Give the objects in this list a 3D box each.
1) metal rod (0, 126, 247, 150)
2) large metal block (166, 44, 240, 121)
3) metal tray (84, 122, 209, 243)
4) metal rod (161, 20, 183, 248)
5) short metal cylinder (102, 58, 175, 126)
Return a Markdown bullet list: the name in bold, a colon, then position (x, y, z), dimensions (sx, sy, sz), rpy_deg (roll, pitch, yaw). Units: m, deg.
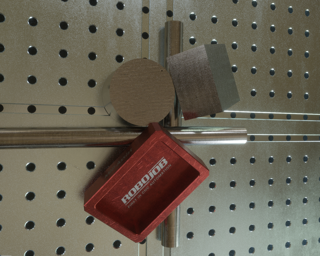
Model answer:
- **metal rod**: position (-0.036, 0.011, 0.382), dimensions (0.302, 0.025, 0.025), rpy_deg (0, 90, -13)
- **large metal block**: position (0.059, -0.061, 0.400), dimensions (0.080, 0.050, 0.080), rpy_deg (-27, 102, -58)
- **metal tray**: position (-0.017, 0.068, 0.376), dimensions (0.090, 0.030, 0.130), rpy_deg (41, 98, -22)
- **metal rod**: position (0.017, 0.008, 0.419), dimensions (0.025, 0.025, 0.298), rpy_deg (1, 90, -20)
- **short metal cylinder**: position (-0.028, -0.042, 0.388), dimensions (0.081, 0.050, 0.079), rpy_deg (0, 90, -20)
